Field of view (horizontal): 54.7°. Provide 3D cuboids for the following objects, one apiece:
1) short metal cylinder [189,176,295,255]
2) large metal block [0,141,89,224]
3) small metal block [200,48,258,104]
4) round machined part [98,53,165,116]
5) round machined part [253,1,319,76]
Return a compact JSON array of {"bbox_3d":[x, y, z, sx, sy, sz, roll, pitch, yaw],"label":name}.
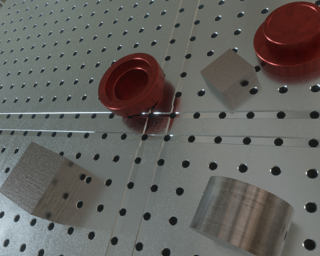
[{"bbox_3d":[0.074,0.084,0.283,0.080,0.080,0.050,14,69,34],"label":"short metal cylinder"},{"bbox_3d":[-0.161,0.074,0.432,0.080,0.050,0.080,17,71,34],"label":"large metal block"},{"bbox_3d":[0.089,-0.068,0.403,0.050,0.025,0.050,-38,51,2],"label":"small metal block"},{"bbox_3d":[-0.037,-0.059,0.453,0.098,0.042,0.098,-13,56,21],"label":"round machined part"},{"bbox_3d":[0.165,-0.116,0.382,0.098,0.042,0.098,-13,56,21],"label":"round machined part"}]
